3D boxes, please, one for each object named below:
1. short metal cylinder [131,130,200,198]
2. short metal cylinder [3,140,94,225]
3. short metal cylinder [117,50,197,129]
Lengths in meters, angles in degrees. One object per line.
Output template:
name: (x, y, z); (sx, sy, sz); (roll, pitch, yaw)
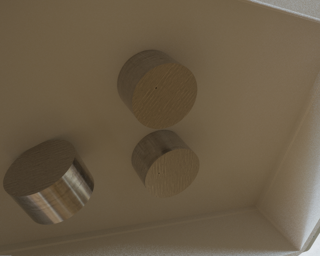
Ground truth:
short metal cylinder: (0.007, 0.049, 0.429); (0.081, 0.050, 0.079); (-14, 125, -21)
short metal cylinder: (-0.121, 0.058, 0.344); (0.080, 0.080, 0.050); (-28, 128, -11)
short metal cylinder: (-0.004, -0.046, 0.364); (0.081, 0.050, 0.079); (-14, 125, -21)
